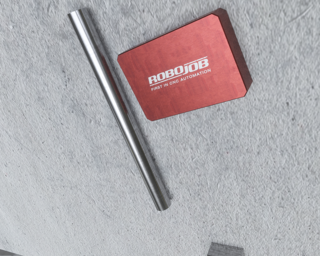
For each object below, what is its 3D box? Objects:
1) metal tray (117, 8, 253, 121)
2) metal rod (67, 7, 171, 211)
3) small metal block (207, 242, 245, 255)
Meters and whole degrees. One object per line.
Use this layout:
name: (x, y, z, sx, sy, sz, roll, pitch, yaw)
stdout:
metal tray: (0.025, -0.065, 0.349, 0.130, 0.030, 0.090, -14, 112, 33)
metal rod: (-0.047, -0.010, 0.423, 0.025, 0.025, 0.299, -9, 114, 32)
small metal block: (0.104, 0.209, 0.480, 0.050, 0.025, 0.050, 1, 119, 27)
